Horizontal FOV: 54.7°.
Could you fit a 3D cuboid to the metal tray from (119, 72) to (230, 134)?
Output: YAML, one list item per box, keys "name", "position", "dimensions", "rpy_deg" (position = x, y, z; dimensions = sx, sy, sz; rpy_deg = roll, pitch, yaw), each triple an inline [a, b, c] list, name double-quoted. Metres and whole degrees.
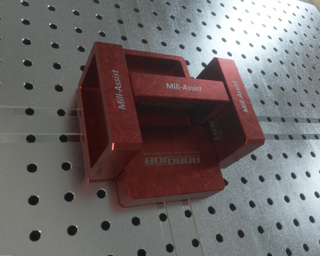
- name: "metal tray"
  position: [0.009, -0.025, 0.386]
  dimensions: [0.131, 0.090, 0.030]
  rpy_deg: [1, 62, -28]

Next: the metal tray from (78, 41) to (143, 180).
- name: "metal tray"
  position: [-0.061, -0.018, 0.345]
  dimensions: [0.030, 0.090, 0.130]
  rpy_deg: [1, 61, -28]

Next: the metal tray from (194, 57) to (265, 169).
- name: "metal tray"
  position: [0.082, -0.019, 0.423]
  dimensions: [0.030, 0.090, 0.130]
  rpy_deg: [1, 61, -28]

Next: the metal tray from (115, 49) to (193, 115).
- name: "metal tray"
  position: [-0.017, -0.064, 0.436]
  dimensions: [0.131, 0.030, 0.090]
  rpy_deg: [1, 62, -28]

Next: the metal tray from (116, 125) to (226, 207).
- name: "metal tray"
  position: [0.010, 0.043, 0.384]
  dimensions: [0.131, 0.030, 0.090]
  rpy_deg: [1, 62, -28]
